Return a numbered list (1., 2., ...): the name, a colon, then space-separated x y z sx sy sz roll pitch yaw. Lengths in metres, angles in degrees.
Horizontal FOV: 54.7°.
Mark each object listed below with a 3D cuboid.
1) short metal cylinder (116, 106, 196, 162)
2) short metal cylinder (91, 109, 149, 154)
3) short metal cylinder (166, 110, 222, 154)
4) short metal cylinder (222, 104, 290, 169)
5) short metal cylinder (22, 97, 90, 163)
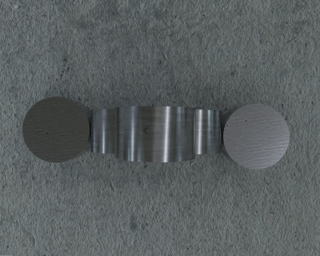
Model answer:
1. short metal cylinder: -0.004 0.005 0.314 0.081 0.080 0.050 1 91 0
2. short metal cylinder: -0.044 0.004 0.383 0.081 0.080 0.050 0 90 0
3. short metal cylinder: 0.036 0.005 0.384 0.081 0.080 0.050 0 89 0
4. short metal cylinder: 0.116 0.010 0.399 0.081 0.050 0.080 0 91 -1
5. short metal cylinder: -0.125 0.002 0.397 0.081 0.050 0.080 0 90 -1
